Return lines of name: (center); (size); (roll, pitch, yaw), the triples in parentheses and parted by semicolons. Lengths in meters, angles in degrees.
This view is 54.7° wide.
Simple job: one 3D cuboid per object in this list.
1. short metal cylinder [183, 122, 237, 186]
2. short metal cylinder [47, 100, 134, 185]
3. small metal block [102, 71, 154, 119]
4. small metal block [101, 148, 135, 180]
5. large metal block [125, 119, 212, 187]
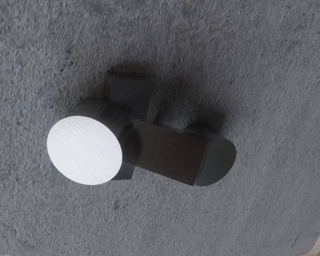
short metal cylinder: (0.063, 0.038, 0.452); (0.081, 0.050, 0.079); (-14, 125, -21)
short metal cylinder: (-0.073, 0.015, 0.339); (0.080, 0.050, 0.079); (4, 114, 9)
small metal block: (-0.039, -0.038, 0.364); (0.050, 0.025, 0.050); (-1, 119, -28)
small metal block: (-0.059, 0.040, 0.402); (0.050, 0.025, 0.050); (3, 117, -30)
large metal block: (0.014, 0.027, 0.374); (0.080, 0.080, 0.050); (1, 107, -77)
